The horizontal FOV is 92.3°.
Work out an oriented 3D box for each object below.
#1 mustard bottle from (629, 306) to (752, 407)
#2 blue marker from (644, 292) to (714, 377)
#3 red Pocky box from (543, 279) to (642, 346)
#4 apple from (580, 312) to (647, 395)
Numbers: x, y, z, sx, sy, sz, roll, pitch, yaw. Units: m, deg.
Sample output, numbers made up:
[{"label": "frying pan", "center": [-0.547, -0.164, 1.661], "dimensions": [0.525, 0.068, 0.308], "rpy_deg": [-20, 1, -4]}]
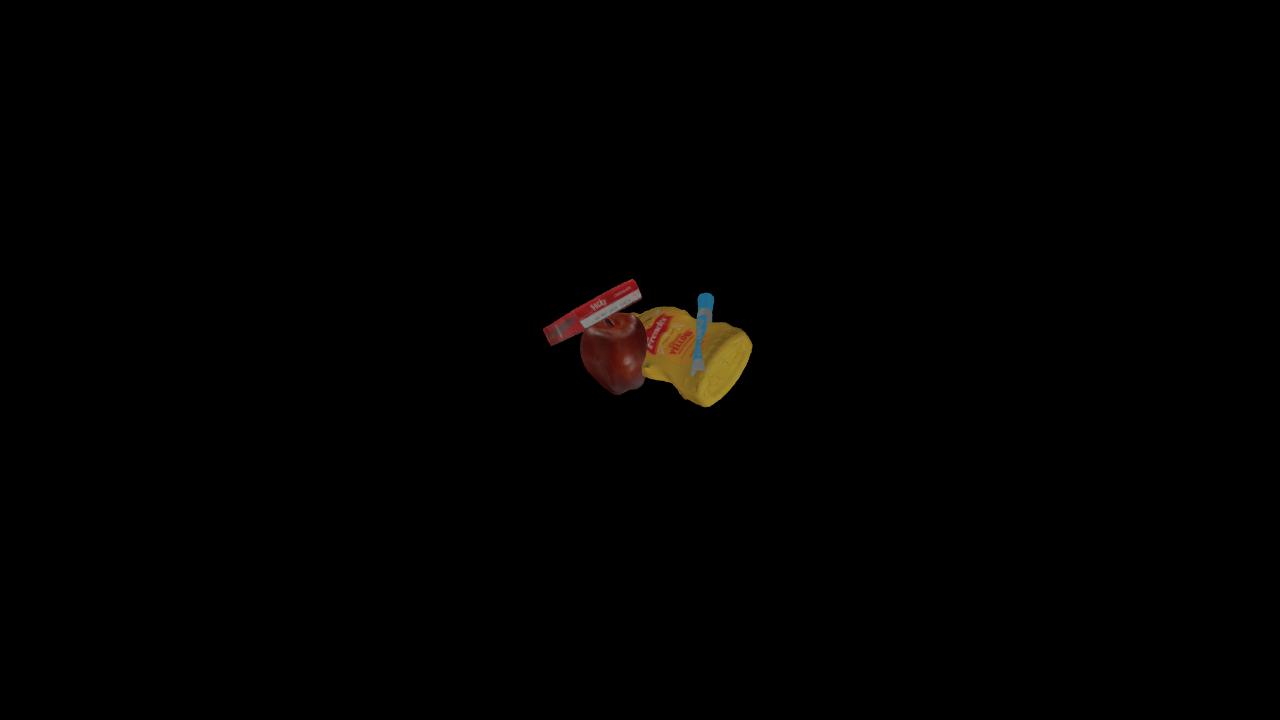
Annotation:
[{"label": "mustard bottle", "center": [0.032, -0.016, 0.695], "dimensions": [0.184, 0.092, 0.054], "rpy_deg": [25, -11, 46]}, {"label": "blue marker", "center": [0.068, -0.029, 0.658], "dimensions": [0.020, 0.121, 0.020], "rpy_deg": [5, -42, 5]}, {"label": "red Pocky box", "center": [-0.062, -0.054, 0.740], "dimensions": [0.083, 0.028, 0.155], "rpy_deg": [-32, 6, -21]}, {"label": "apple", "center": [-0.027, -0.009, 0.695], "dimensions": [0.079, 0.093, 0.079], "rpy_deg": [-8, 32, 5]}]
